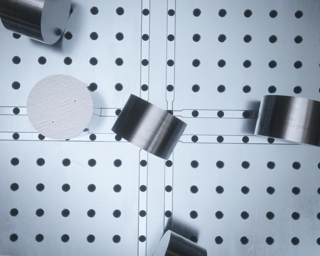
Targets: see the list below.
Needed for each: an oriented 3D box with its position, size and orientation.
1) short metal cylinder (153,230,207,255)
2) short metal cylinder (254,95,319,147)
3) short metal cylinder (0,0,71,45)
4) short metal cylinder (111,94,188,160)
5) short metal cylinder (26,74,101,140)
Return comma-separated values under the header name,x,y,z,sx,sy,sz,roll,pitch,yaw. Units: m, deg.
name,x,y,z,sx,sy,sz,roll,pitch,yaw
short metal cylinder,0.017,0.176,0.386,0.050,0.080,0.080,27,90,0
short metal cylinder,0.164,-0.008,0.387,0.080,0.080,0.050,12,90,0
short metal cylinder,-0.152,-0.151,0.384,0.050,0.080,0.080,19,90,0
short metal cylinder,-0.013,-0.001,0.386,0.080,0.080,0.050,29,90,0
short metal cylinder,-0.121,-0.026,0.400,0.081,0.050,0.079,0,90,0
